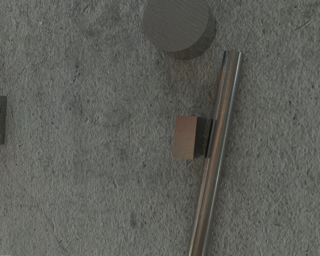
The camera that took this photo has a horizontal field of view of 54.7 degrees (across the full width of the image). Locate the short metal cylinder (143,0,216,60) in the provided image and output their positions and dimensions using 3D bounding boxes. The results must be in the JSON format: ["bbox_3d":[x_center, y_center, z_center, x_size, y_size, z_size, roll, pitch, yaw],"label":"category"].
[{"bbox_3d":[0.026,-0.129,0.386,0.080,0.050,0.079,0,90,19],"label":"short metal cylinder"}]

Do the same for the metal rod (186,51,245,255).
[{"bbox_3d":[0.065,0.056,0.385,0.025,0.025,0.298,11,94,19],"label":"metal rod"}]

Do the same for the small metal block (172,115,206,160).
[{"bbox_3d":[0.037,0.010,0.382,0.025,0.050,0.050,6,92,19],"label":"small metal block"}]

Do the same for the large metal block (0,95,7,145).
[{"bbox_3d":[-0.300,-0.016,0.499,0.080,0.050,0.079,5,92,19],"label":"large metal block"}]
